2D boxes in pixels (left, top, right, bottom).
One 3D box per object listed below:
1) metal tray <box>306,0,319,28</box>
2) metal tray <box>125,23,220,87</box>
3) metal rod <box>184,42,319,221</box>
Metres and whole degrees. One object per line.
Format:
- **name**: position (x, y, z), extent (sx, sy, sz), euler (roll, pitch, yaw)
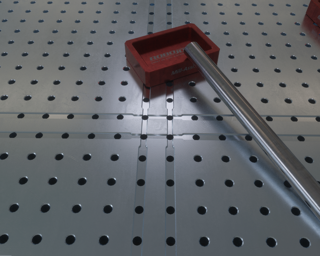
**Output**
- **metal tray**: position (0.347, -0.200, 0.574), extent (0.091, 0.030, 0.130), euler (-9, 51, -8)
- **metal tray**: position (0.019, -0.122, 0.507), extent (0.131, 0.030, 0.090), euler (-21, 53, -17)
- **metal rod**: position (0.117, -0.009, 0.395), extent (0.025, 0.025, 0.299), euler (-22, 60, -18)
